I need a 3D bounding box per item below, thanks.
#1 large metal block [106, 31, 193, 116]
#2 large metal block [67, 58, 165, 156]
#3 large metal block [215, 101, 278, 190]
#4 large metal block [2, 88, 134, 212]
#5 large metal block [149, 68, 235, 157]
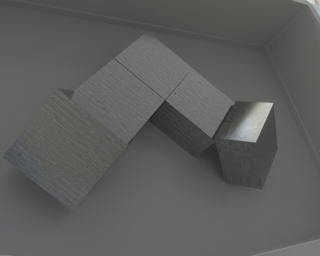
[{"bbox_3d":[-0.016,-0.073,0.423,0.080,0.050,0.080,39,51,-2],"label":"large metal block"},{"bbox_3d":[-0.055,-0.023,0.372,0.080,0.050,0.080,39,51,-2],"label":"large metal block"},{"bbox_3d":[0.118,0.021,0.411,0.080,0.050,0.080,-52,136,-39],"label":"large metal block"},{"bbox_3d":[-0.085,0.019,0.302,0.080,0.050,0.080,39,94,-2],"label":"large metal block"},{"bbox_3d":[0.047,-0.022,0.425,0.080,0.050,0.080,39,51,-2],"label":"large metal block"}]
